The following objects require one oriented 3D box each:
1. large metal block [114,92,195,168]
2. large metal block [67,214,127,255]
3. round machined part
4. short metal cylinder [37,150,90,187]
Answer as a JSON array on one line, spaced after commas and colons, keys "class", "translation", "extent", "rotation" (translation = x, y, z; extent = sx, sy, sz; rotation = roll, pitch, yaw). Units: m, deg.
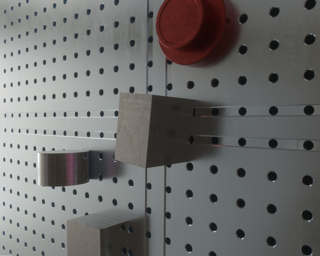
[{"class": "large metal block", "translation": [-0.005, 0.001, 0.378], "extent": [0.050, 0.081, 0.079], "rotation": [9, 96, 40]}, {"class": "large metal block", "translation": [-0.097, 0.182, 0.473], "extent": [0.080, 0.050, 0.080], "rotation": [-2, 89, 40]}, {"class": "round machined part", "translation": [0.034, -0.125, 0.370], "extent": [0.098, 0.042, 0.097], "rotation": [0, 90, 40]}, {"class": "short metal cylinder", "translation": [-0.156, 0.063, 0.502], "extent": [0.080, 0.081, 0.050], "rotation": [-1, 90, 40]}]
